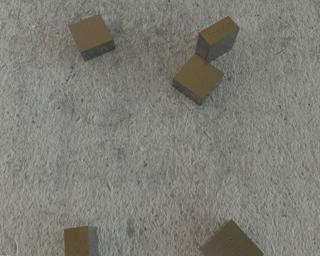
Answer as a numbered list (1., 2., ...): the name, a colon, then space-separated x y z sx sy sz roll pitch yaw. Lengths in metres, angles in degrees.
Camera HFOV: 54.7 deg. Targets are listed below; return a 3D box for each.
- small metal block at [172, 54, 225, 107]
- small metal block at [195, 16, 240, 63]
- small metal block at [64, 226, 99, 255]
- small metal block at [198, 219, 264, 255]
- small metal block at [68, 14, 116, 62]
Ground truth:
1. small metal block: 0.053 -0.067 0.433 0.050 0.025 0.050 37 74 12
2. small metal block: 0.080 -0.123 0.440 0.050 0.050 0.025 -32 73 -11
3. small metal block: -0.086 0.137 0.344 0.025 0.050 0.050 -7 70 -3
4. small metal block: 0.080 0.142 0.357 0.050 0.025 0.050 -39 75 -13
5. small metal block: -0.100 -0.133 0.456 0.050 0.025 0.050 -25 72 -9
